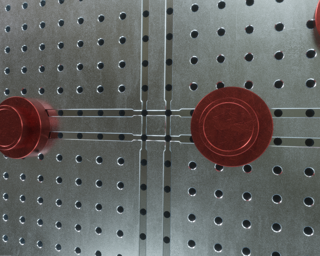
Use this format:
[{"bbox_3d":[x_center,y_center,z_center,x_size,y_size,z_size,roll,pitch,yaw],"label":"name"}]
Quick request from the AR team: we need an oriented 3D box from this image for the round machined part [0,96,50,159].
[{"bbox_3d":[-0.226,-0.001,0.481,0.098,0.042,0.097,0,90,19],"label":"round machined part"}]

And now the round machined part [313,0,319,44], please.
[{"bbox_3d":[0.219,-0.122,0.327,0.098,0.042,0.097,0,90,19],"label":"round machined part"}]

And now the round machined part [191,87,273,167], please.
[{"bbox_3d":[0.085,-0.001,0.373,0.098,0.042,0.097,0,90,19],"label":"round machined part"}]
